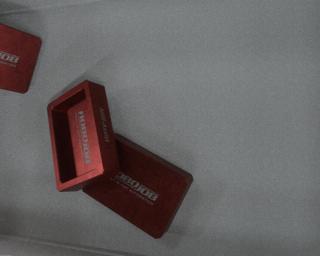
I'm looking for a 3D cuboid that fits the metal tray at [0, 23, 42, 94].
[{"bbox_3d":[-0.246,-0.107,0.439,0.030,0.131,0.089,25,99,41],"label":"metal tray"}]

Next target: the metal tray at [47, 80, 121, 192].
[{"bbox_3d":[-0.107,0.012,0.419,0.090,0.030,0.129,-25,69,30],"label":"metal tray"}]

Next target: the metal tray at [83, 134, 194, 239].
[{"bbox_3d":[-0.033,0.075,0.418,0.130,0.030,0.090,28,99,17],"label":"metal tray"}]
